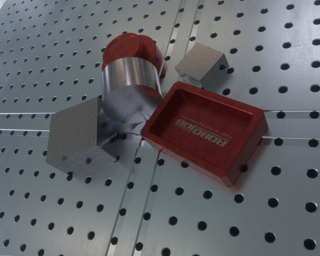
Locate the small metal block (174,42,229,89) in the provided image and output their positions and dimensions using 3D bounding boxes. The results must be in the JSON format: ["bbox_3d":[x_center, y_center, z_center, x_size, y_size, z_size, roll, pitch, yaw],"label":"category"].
[{"bbox_3d":[0.058,-0.086,0.431,0.050,0.025,0.050,-49,51,-6],"label":"small metal block"}]

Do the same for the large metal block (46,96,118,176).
[{"bbox_3d":[-0.109,0.013,0.442,0.080,0.050,0.080,-19,54,17],"label":"large metal block"}]

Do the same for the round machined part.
[{"bbox_3d":[-0.052,-0.112,0.493,0.098,0.042,0.098,-13,56,21],"label":"round machined part"}]

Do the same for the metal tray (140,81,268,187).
[{"bbox_3d":[0.050,0.001,0.377,0.130,0.030,0.090,26,76,37],"label":"metal tray"}]

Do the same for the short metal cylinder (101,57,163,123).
[{"bbox_3d":[-0.039,-0.050,0.424,0.080,0.080,0.050,-21,54,15],"label":"short metal cylinder"}]
